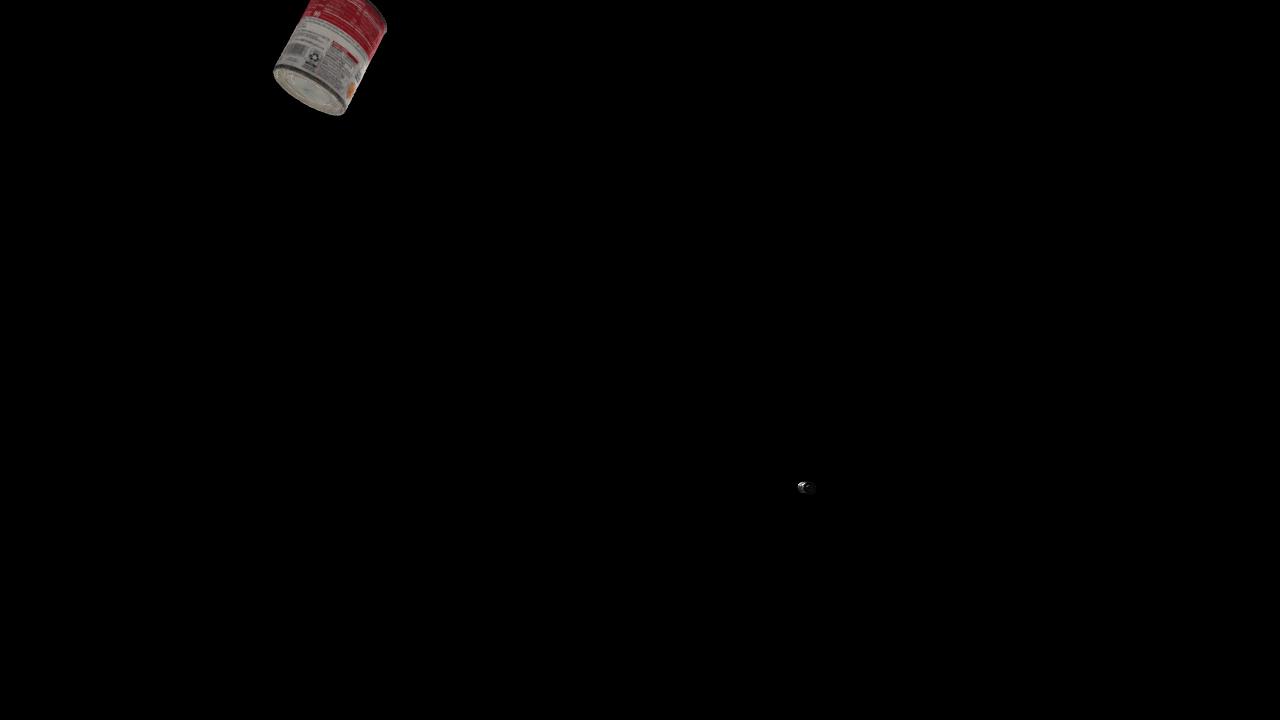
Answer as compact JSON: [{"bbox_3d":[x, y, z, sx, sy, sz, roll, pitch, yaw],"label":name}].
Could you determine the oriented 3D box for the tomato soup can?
[{"bbox_3d":[-0.296,-0.297,0.592,0.068,0.101,0.068,18,-12,4],"label":"tomato soup can"}]

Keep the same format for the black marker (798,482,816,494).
[{"bbox_3d":[0.262,0.201,0.967,0.020,0.020,0.121,0,-11,10],"label":"black marker"}]
